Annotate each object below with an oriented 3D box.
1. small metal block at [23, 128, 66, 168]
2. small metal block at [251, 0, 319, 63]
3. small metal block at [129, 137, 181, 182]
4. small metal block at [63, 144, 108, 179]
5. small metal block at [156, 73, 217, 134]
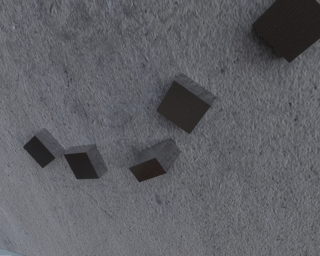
[{"bbox_3d":[-0.200,0.035,0.534,0.050,0.025,0.050,-33,100,38],"label":"small metal block"},{"bbox_3d":[0.122,-0.097,0.282,0.050,0.025,0.050,44,129,-3],"label":"small metal block"},{"bbox_3d":[-0.006,0.043,0.421,0.050,0.050,0.025,-25,105,37],"label":"small metal block"},{"bbox_3d":[-0.121,0.056,0.505,0.050,0.025,0.050,-8,115,31],"label":"small metal block"},{"bbox_3d":[0.031,-0.029,0.373,0.050,0.025,0.050,36,129,4],"label":"small metal block"}]
